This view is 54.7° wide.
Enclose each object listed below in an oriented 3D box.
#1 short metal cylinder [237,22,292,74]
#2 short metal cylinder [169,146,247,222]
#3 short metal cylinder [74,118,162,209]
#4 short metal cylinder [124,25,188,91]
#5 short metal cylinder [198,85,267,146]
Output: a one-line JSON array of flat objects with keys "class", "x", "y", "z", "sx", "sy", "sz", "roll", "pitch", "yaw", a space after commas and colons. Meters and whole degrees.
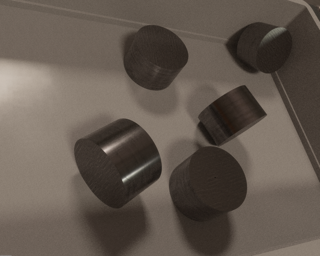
[{"class": "short metal cylinder", "x": 0.186, "y": -0.143, "z": 0.552, "sx": 0.081, "sy": 0.079, "sz": 0.050, "roll": -2, "pitch": 27, "yaw": -30}, {"class": "short metal cylinder", "x": 0.058, "y": 0.069, "z": 0.381, "sx": 0.081, "sy": 0.050, "sz": 0.080, "roll": 14, "pitch": 56, "yaw": -21}, {"class": "short metal cylinder", "x": -0.045, "y": 0.036, "z": 0.325, "sx": 0.050, "sy": 0.080, "sz": 0.080, "roll": -31, "pitch": 80, "yaw": -38}, {"class": "short metal cylinder", "x": -0.006, "y": -0.102, "z": 0.450, "sx": 0.081, "sy": 0.050, "sz": 0.080, "roll": 14, "pitch": 56, "yaw": -21}, {"class": "short metal cylinder", "x": 0.102, "y": -0.016, "z": 0.437, "sx": 0.081, "sy": 0.080, "sz": 0.050, "roll": -23, "pitch": 75, "yaw": -37}]
